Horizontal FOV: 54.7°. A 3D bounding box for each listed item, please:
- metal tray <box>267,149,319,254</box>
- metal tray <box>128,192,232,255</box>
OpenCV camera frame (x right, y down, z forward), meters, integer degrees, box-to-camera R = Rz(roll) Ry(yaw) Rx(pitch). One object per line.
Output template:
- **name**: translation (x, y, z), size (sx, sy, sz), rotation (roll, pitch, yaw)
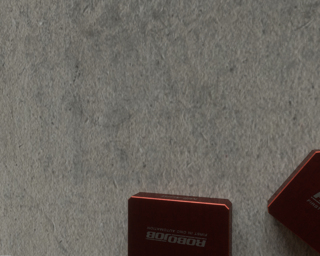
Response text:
- **metal tray**: translation (0.198, 0.096, 0.337), size (0.130, 0.030, 0.090), rotation (39, 102, 15)
- **metal tray**: translation (0.024, 0.134, 0.397), size (0.130, 0.030, 0.089), rotation (0, 90, 19)
